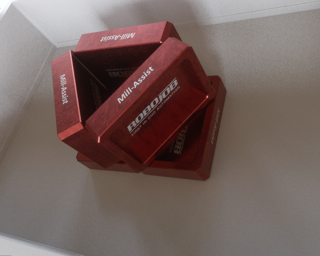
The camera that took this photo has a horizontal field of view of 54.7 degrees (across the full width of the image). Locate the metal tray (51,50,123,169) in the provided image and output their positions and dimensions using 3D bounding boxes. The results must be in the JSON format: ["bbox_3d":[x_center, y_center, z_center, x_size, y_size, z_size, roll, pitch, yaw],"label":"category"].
[{"bbox_3d":[-0.089,-0.024,0.384,0.030,0.090,0.130,-28,52,11],"label":"metal tray"}]

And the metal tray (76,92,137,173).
[{"bbox_3d":[-0.054,-0.005,0.434,0.090,0.030,0.130,1,61,28],"label":"metal tray"}]

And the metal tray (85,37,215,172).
[{"bbox_3d":[-0.005,-0.022,0.338,0.130,0.090,0.030,-46,51,-4],"label":"metal tray"}]

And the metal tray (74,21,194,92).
[{"bbox_3d":[-0.030,-0.083,0.388,0.130,0.090,0.030,2,63,29],"label":"metal tray"}]

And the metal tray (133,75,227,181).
[{"bbox_3d":[0.026,-0.003,0.390,0.090,0.030,0.130,1,61,29],"label":"metal tray"}]
